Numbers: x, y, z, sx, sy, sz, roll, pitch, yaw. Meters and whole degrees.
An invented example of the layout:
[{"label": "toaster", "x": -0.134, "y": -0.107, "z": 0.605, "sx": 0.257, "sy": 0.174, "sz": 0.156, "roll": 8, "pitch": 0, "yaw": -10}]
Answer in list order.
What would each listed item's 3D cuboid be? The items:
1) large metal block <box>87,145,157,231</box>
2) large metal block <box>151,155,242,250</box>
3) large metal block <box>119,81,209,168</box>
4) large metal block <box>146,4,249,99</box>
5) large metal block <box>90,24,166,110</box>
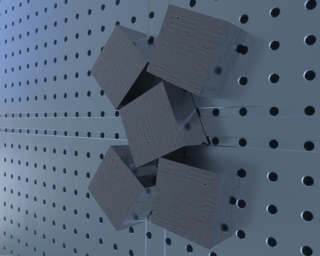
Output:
[{"label": "large metal block", "x": -0.045, "y": 0.080, "z": 0.430, "sx": 0.080, "sy": 0.050, "sz": 0.080, "roll": 45, "pitch": 117, "yaw": 31}, {"label": "large metal block", "x": 0.041, "y": 0.080, "z": 0.360, "sx": 0.080, "sy": 0.050, "sz": 0.080, "roll": 12, "pitch": 97, "yaw": 39}, {"label": "large metal block", "x": 0.003, "y": -0.002, "z": 0.391, "sx": 0.080, "sy": 0.050, "sz": 0.080, "roll": -28, "pitch": 72, "yaw": 36}, {"label": "large metal block", "x": 0.041, "y": -0.087, "z": 0.358, "sx": 0.080, "sy": 0.050, "sz": 0.080, "roll": 31, "pitch": 110, "yaw": 33}, {"label": "large metal block", "x": -0.041, "y": -0.081, "z": 0.428, "sx": 0.080, "sy": 0.050, "sz": 0.080, "roll": -52, "pitch": 59, "yaw": 28}]
